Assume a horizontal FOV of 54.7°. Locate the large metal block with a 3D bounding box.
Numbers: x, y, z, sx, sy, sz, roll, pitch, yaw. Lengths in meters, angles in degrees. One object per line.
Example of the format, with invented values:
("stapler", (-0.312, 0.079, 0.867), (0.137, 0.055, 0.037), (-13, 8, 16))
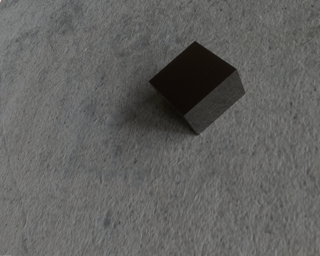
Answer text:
("large metal block", (0.046, -0.052, 0.394), (0.080, 0.050, 0.080), (-42, 51, -1))
